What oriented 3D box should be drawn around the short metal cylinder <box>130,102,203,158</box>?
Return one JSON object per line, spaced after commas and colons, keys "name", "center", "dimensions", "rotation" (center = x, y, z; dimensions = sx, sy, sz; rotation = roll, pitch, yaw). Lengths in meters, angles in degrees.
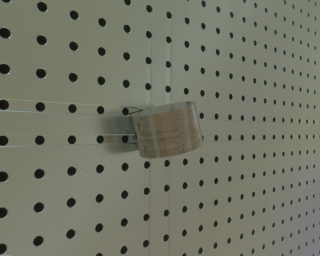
{"name": "short metal cylinder", "center": [0.009, 0.000, 0.380], "dimensions": [0.081, 0.080, 0.050], "rotation": [-19, 103, -38]}
